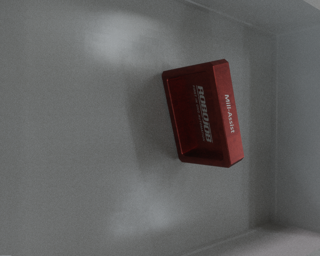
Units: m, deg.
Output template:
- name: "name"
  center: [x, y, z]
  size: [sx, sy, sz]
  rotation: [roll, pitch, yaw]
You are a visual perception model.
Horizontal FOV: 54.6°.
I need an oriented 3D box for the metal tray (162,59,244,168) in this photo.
- name: "metal tray"
  center: [0.054, -0.017, 0.405]
  size: [0.030, 0.090, 0.129]
  rotation: [-21, 104, -39]
